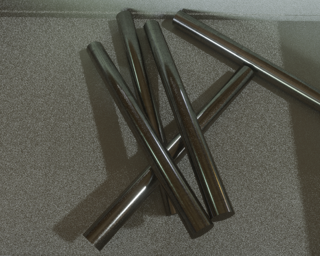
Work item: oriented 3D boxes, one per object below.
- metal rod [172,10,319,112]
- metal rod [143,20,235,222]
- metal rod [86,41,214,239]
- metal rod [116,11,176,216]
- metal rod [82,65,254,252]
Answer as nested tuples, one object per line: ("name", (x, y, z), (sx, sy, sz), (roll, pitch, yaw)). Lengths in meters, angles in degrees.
("metal rod", (0.148, -0.085, 0.441), (0.300, 0.025, 0.025), (34, 74, 11))
("metal rod", (0.024, -0.033, 0.383), (0.025, 0.025, 0.299), (-14, 56, -5))
("metal rod", (-0.027, -0.009, 0.372), (0.025, 0.025, 0.300), (-26, 57, -9))
("metal rod", (-0.017, -0.033, 0.421), (0.025, 0.025, 0.299), (-13, 71, -5))
("metal rod", (0.026, 0.020, 0.379), (0.025, 0.025, 0.301), (39, 66, 13))
